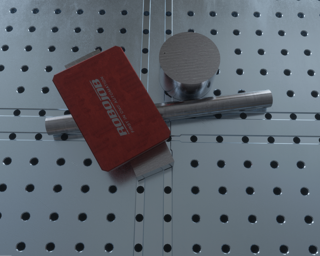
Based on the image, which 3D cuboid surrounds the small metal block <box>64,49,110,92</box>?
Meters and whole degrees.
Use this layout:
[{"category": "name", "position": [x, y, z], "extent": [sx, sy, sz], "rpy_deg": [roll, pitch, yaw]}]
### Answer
[{"category": "small metal block", "position": [-0.096, -0.074, 0.424], "extent": [0.050, 0.050, 0.025], "rpy_deg": [-30, 73, -11]}]

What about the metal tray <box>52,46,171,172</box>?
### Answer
[{"category": "metal tray", "position": [-0.058, -0.023, 0.376], "extent": [0.090, 0.030, 0.130], "rpy_deg": [-29, 84, -10]}]

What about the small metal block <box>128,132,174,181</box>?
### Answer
[{"category": "small metal block", "position": [-0.015, 0.033, 0.398], "extent": [0.050, 0.025, 0.050], "rpy_deg": [-22, 72, -8]}]

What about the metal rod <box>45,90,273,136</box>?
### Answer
[{"category": "metal rod", "position": [0.001, -0.022, 0.420], "extent": [0.302, 0.025, 0.025], "rpy_deg": [-7, 70, -3]}]

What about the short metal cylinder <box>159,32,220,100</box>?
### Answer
[{"category": "short metal cylinder", "position": [0.039, -0.084, 0.429], "extent": [0.081, 0.050, 0.080], "rpy_deg": [0, 70, 0]}]
